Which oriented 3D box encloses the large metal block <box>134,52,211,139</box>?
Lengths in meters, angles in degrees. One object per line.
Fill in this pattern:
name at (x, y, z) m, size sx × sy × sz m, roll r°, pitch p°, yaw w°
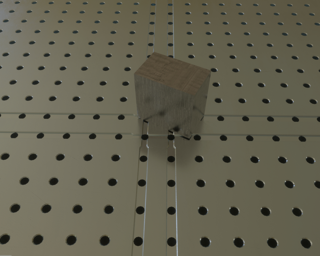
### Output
large metal block at (0.016, -0.043, 0.408) m, size 0.080 × 0.080 × 0.050 m, roll 22°, pitch 54°, yaw 18°
